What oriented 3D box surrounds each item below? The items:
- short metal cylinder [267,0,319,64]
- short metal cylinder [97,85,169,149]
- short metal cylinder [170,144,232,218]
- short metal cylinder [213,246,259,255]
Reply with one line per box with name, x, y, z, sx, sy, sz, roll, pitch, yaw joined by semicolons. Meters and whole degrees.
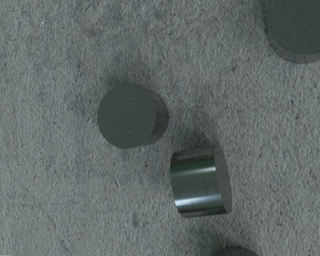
short metal cylinder;0.160;-0.115;0.339;0.080;0.050;0.080;0;90;20
short metal cylinder;-0.034;-0.014;0.408;0.080;0.050;0.080;0;90;20
short metal cylinder;0.050;0.062;0.362;0.050;0.080;0.080;-12;86;20
short metal cylinder;0.089;0.188;0.364;0.080;0.050;0.080;0;90;20
